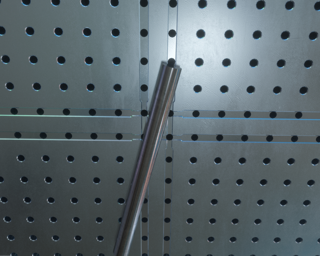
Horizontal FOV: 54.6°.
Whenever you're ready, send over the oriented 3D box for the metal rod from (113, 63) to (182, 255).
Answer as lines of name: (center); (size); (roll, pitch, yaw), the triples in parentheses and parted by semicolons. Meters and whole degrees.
metal rod: (-0.023, 0.059, 0.434); (0.025, 0.025, 0.298); (14, 110, -5)
